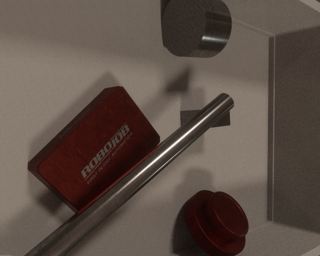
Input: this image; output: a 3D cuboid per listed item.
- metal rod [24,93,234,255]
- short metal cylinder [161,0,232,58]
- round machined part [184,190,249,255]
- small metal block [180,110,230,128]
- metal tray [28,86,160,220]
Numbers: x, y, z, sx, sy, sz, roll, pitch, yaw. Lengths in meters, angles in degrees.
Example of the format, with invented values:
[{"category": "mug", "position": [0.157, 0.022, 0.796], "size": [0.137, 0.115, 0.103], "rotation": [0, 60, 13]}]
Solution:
[{"category": "metal rod", "position": [-0.016, 0.047, 0.345], "size": [0.302, 0.025, 0.025], "rotation": [-38, 114, -27]}, {"category": "short metal cylinder", "position": [0.047, -0.135, 0.412], "size": [0.050, 0.080, 0.079], "rotation": [-8, 96, -40]}, {"category": "round machined part", "position": [0.085, 0.129, 0.436], "size": [0.098, 0.042, 0.098], "rotation": [30, 32, -21]}, {"category": "small metal block", "position": [0.065, -0.014, 0.448], "size": [0.050, 0.050, 0.025], "rotation": [-6, 94, -40]}, {"category": "metal tray", "position": [-0.066, 0.026, 0.349], "size": [0.130, 0.030, 0.090], "rotation": [-51, 120, -28]}]
